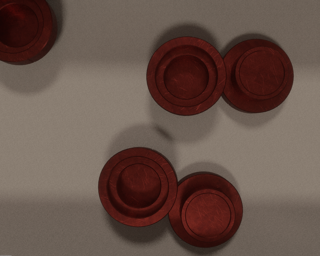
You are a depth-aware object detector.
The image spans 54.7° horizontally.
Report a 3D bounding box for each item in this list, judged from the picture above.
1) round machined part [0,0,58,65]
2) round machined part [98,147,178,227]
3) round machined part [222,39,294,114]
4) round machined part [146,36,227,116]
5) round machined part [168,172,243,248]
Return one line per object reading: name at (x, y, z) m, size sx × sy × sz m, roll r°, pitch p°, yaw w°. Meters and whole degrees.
round machined part at (-0.181, -0.129, 0.400) m, size 0.099 × 0.042 × 0.097 m, roll 0°, pitch 90°, yaw -1°
round machined part at (-0.026, 0.073, 0.400) m, size 0.099 × 0.042 × 0.097 m, roll 0°, pitch 88°, yaw 4°
round machined part at (0.126, -0.068, 0.405) m, size 0.099 × 0.042 × 0.097 m, roll 0°, pitch 90°, yaw -1°
round machined part at (0.034, -0.064, 0.401) m, size 0.099 × 0.042 × 0.097 m, roll 0°, pitch 91°, yaw 4°
round machined part at (0.060, 0.108, 0.404) m, size 0.099 × 0.042 × 0.097 m, roll 0°, pitch 90°, yaw -1°
